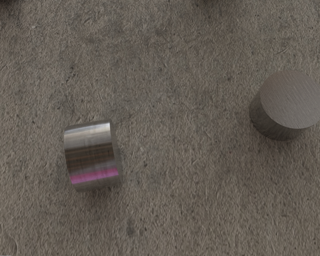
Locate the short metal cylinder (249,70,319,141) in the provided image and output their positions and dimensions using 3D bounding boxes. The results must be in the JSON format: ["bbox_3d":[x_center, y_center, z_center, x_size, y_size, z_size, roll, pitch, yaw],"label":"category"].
[{"bbox_3d":[0.164,-0.028,0.406,0.081,0.050,0.080,0,70,0],"label":"short metal cylinder"}]

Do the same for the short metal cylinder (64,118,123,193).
[{"bbox_3d":[-0.076,0.032,0.367,0.050,0.080,0.080,-11,71,-4],"label":"short metal cylinder"}]
